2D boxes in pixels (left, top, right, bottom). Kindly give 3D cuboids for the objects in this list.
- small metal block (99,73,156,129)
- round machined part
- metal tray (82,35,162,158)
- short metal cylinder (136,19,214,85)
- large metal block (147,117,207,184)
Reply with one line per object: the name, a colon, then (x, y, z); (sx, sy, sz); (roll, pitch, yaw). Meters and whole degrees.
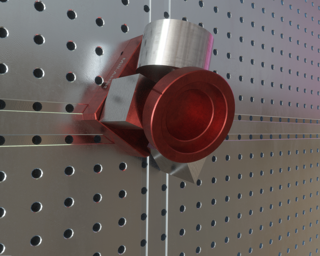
small metal block: (-0.033, -0.026, 0.325); (0.025, 0.050, 0.050); (25, 74, -38)
round machined part: (0.026, -0.016, 0.325); (0.099, 0.042, 0.097); (-11, 115, -24)
metal tray: (-0.024, -0.040, 0.388); (0.090, 0.030, 0.130); (42, 64, -32)
short metal cylinder: (0.017, -0.080, 0.350); (0.081, 0.080, 0.050); (17, 79, -39)
large metal block: (0.033, 0.015, 0.399); (0.080, 0.050, 0.080); (-63, 156, -21)
